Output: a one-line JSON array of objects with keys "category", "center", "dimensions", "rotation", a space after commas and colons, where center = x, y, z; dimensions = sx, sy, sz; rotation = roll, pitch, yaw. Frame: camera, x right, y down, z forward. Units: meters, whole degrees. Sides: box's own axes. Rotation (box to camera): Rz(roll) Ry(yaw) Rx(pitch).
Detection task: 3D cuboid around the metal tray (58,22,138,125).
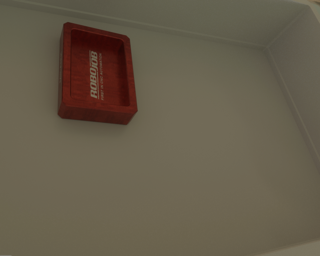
[{"category": "metal tray", "center": [-0.081, -0.071, 0.401], "dimensions": [0.091, 0.030, 0.130], "rotation": [6, 59, -25]}]
